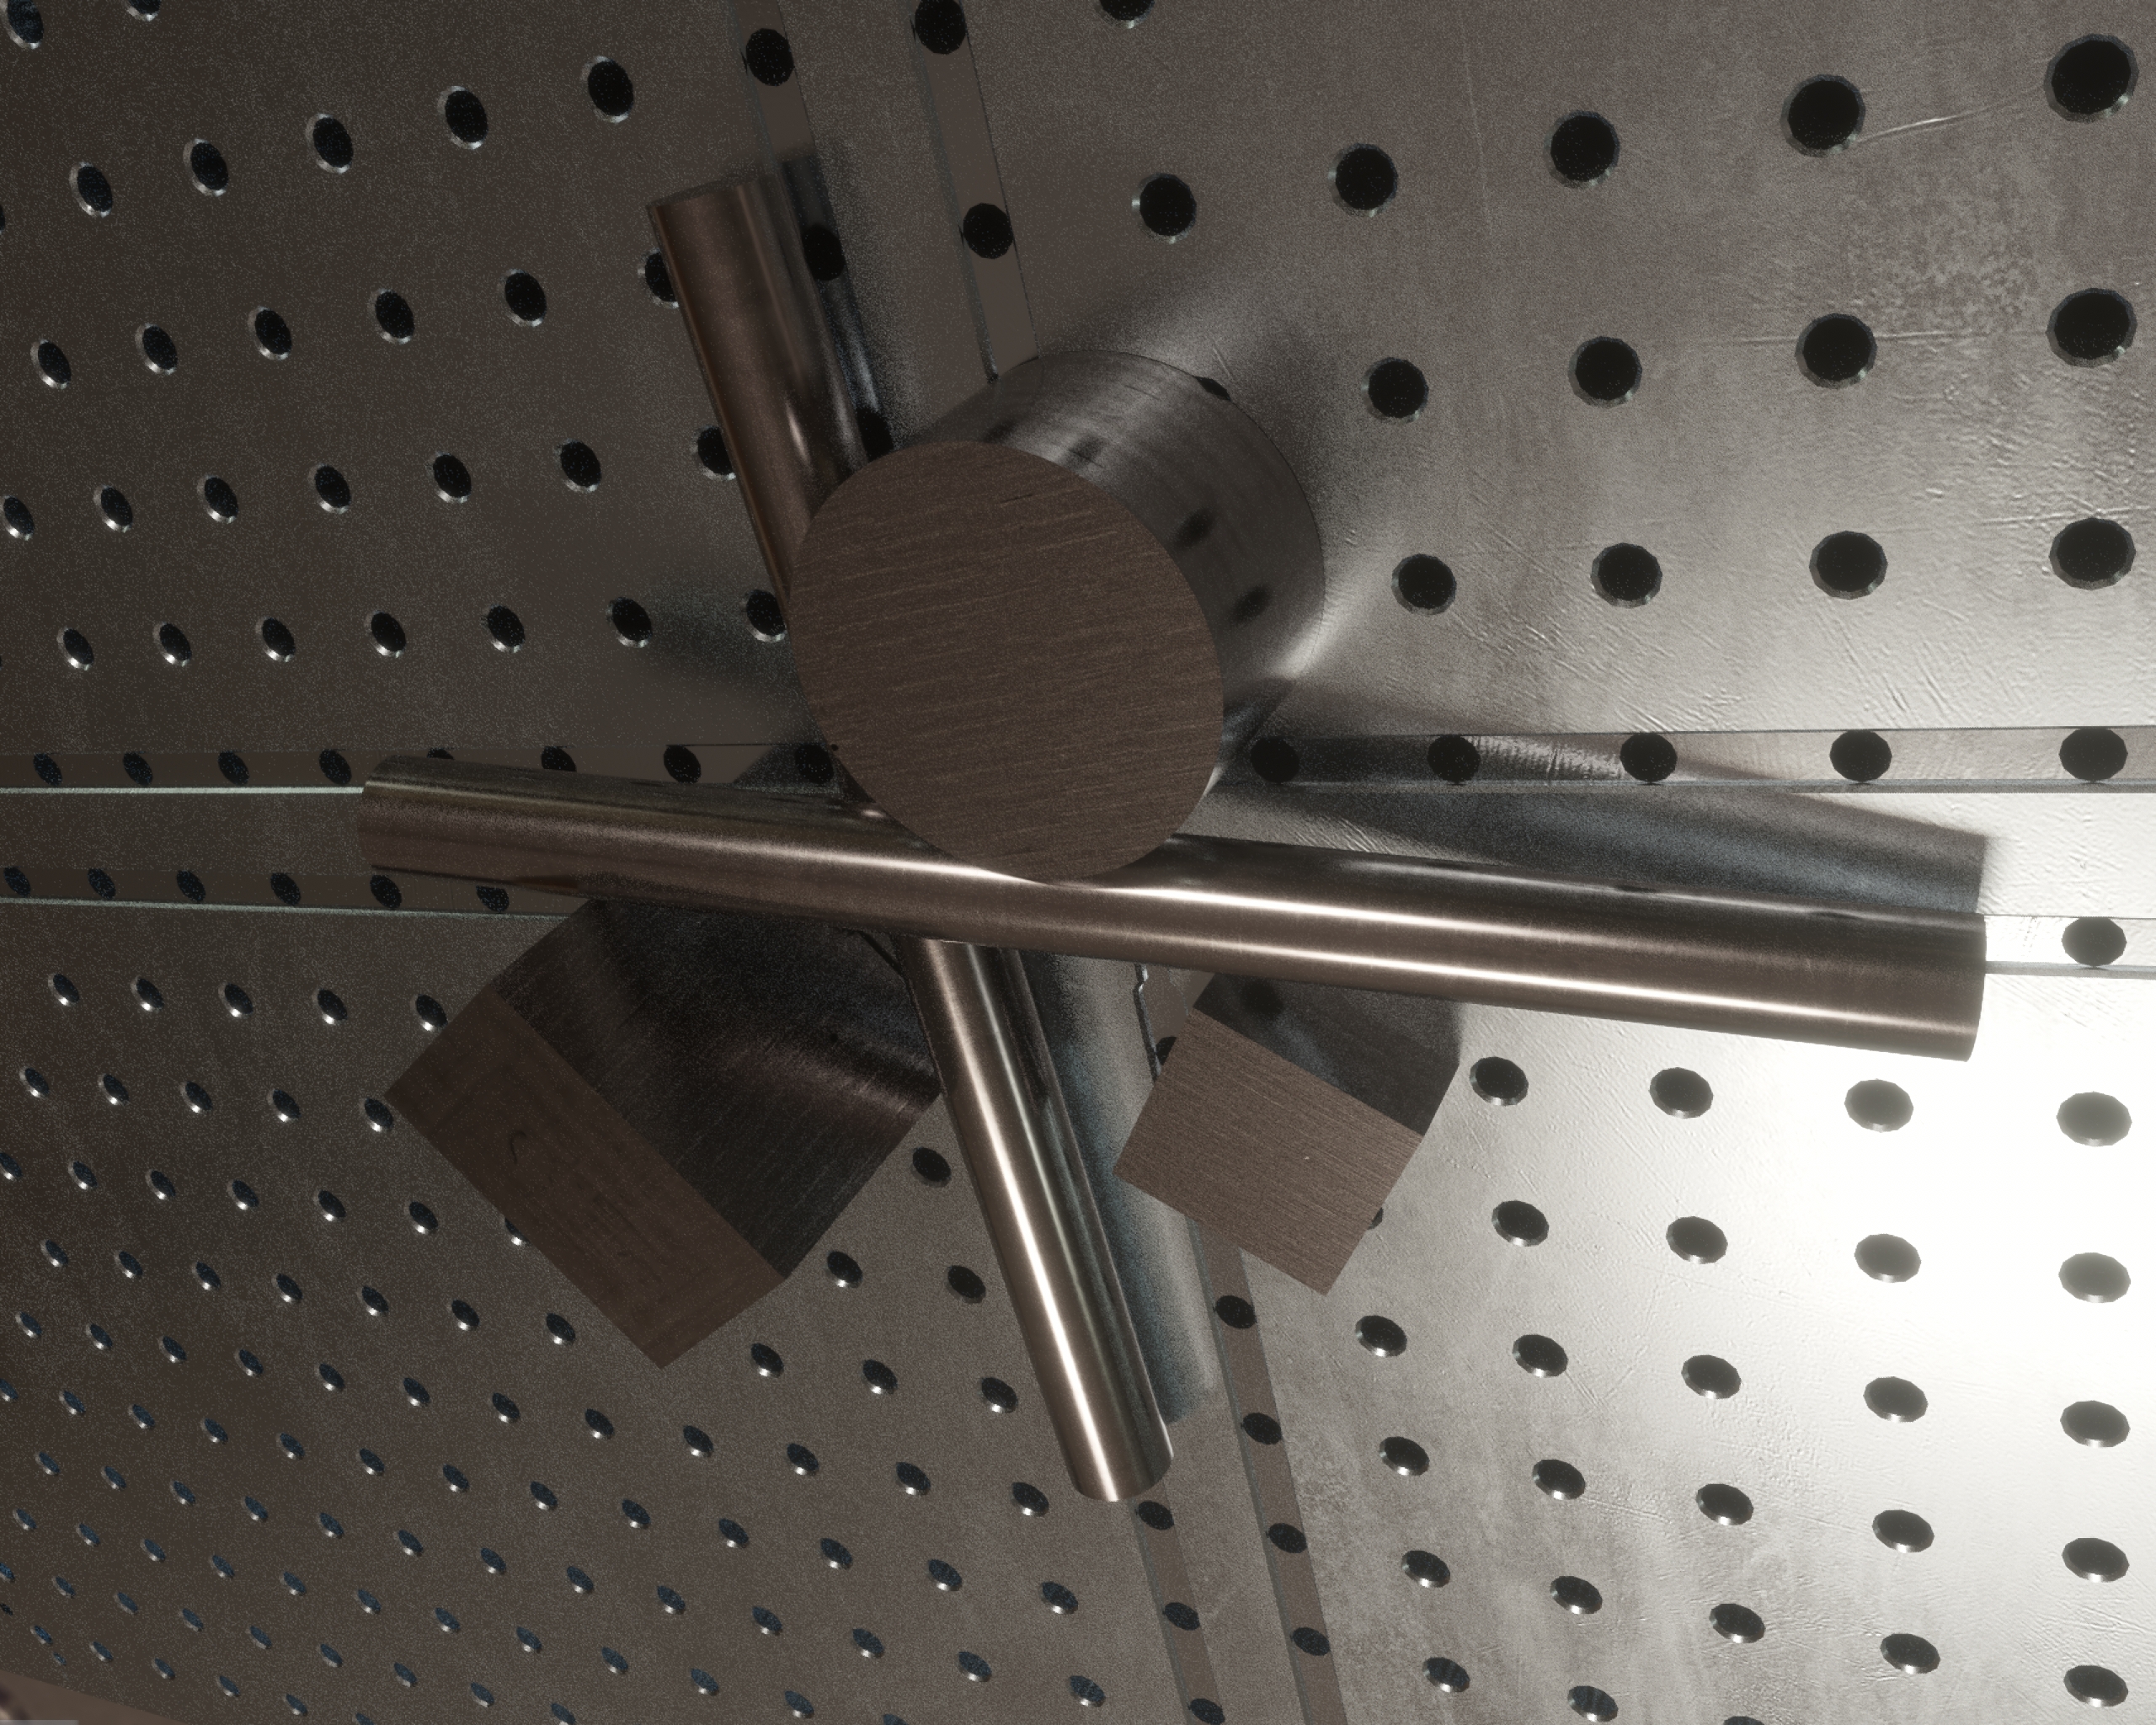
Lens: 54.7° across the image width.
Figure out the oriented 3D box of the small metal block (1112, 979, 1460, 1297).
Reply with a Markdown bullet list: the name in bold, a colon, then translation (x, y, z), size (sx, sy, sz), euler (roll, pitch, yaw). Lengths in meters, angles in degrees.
- **small metal block**: translation (0.041, 0.052, 0.421), size (0.050, 0.025, 0.050), euler (29, 128, 9)

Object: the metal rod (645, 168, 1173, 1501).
- **metal rod**: translation (-0.027, 0.011, 0.431), size (0.025, 0.025, 0.298), euler (-2, 118, 29)

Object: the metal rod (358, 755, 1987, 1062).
- **metal rod**: translation (0.005, 0.006, 0.387), size (0.301, 0.025, 0.025), euler (6, 121, 16)

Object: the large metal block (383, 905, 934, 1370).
- **large metal block**: translation (-0.082, 0.045, 0.443), size (0.080, 0.080, 0.050), euler (46, 129, -5)

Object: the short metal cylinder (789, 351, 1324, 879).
- **short metal cylinder**: translation (-0.003, -0.044, 0.368), size (0.080, 0.050, 0.079), euler (13, 124, 20)
